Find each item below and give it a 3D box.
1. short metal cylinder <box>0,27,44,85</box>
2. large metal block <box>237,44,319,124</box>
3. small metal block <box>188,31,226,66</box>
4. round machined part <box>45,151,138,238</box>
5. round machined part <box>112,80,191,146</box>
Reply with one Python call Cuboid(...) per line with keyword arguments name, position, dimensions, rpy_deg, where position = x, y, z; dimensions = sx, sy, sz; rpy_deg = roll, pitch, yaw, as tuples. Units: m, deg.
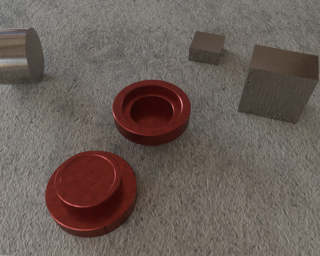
Cuboid(name="short metal cylinder", position=(-0.208, -0.104, 0.452), dimensions=(0.050, 0.080, 0.080), rpy_deg=(-4, 50, -4))
Cuboid(name="large metal block", position=(0.157, -0.058, 0.418), dimensions=(0.080, 0.080, 0.050), rpy_deg=(14, 52, 11))
Cuboid(name="small metal block", position=(0.078, -0.134, 0.517), dimensions=(0.050, 0.025, 0.050), rpy_deg=(14, 51, 11))
Cuboid(name="round machined part", position=(-0.075, 0.064, 0.338), dimensions=(0.099, 0.042, 0.098), rpy_deg=(0, 50, 0))
Cuboid(name="round machined part", position=(-0.010, -0.015, 0.405), dimensions=(0.099, 0.042, 0.098), rpy_deg=(0, 50, 0))
